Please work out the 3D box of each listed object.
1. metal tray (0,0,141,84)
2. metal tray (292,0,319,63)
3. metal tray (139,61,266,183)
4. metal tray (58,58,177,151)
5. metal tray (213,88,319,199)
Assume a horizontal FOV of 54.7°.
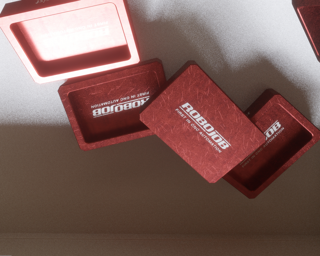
[{"bbox_3d":[-0.095,-0.104,0.348,0.131,0.030,0.090,-11,138,4],"label":"metal tray"},{"bbox_3d":[0.192,-0.102,0.319,0.030,0.130,0.090,-31,107,11],"label":"metal tray"},{"bbox_3d":[0.051,-0.005,0.374,0.130,0.030,0.090,43,104,-14],"label":"metal tray"},{"bbox_3d":[-0.051,-0.029,0.397,0.131,0.030,0.089,-14,110,5],"label":"metal tray"},{"bbox_3d":[0.136,0.023,0.418,0.090,0.030,0.130,38,105,-13],"label":"metal tray"}]
